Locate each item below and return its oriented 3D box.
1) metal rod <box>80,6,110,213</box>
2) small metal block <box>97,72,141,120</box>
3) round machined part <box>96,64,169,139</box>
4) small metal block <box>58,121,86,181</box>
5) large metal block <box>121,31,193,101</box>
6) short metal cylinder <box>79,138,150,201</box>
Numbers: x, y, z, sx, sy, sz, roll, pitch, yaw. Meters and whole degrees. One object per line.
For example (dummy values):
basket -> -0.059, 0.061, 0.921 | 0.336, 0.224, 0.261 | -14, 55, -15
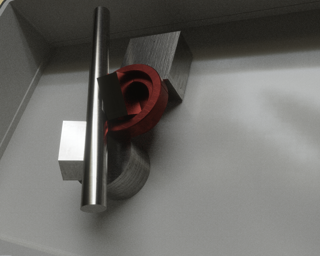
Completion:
metal rod -> -0.076, -0.047, 0.381 | 0.025, 0.025, 0.299 | -17, 55, 18
small metal block -> -0.047, -0.038, 0.373 | 0.025, 0.050, 0.050 | -15, 90, 16
round machined part -> -0.034, -0.029, 0.390 | 0.098, 0.042, 0.098 | -13, 56, 20
small metal block -> -0.098, 0.027, 0.354 | 0.025, 0.050, 0.050 | 2, 56, -10
large metal block -> -0.006, -0.085, 0.440 | 0.080, 0.050, 0.080 | 0, 62, 28
short metal cylinder -> -0.059, 0.045, 0.390 | 0.080, 0.050, 0.080 | -13, 56, 20
